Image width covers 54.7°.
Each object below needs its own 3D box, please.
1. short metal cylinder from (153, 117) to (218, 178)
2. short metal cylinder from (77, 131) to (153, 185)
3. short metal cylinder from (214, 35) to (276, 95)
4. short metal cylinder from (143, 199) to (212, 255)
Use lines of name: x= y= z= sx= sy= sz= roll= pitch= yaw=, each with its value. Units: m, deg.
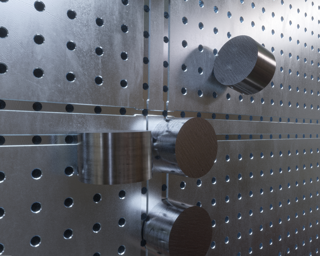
short metal cylinder: x=0.033 y=0.025 z=0.423 sx=0.081 sy=0.050 sz=0.079 roll=0 pitch=90 yaw=-40
short metal cylinder: x=-0.048 y=0.028 z=0.335 sx=0.081 sy=0.080 sz=0.050 roll=-2 pitch=92 yaw=-40
short metal cylinder: x=0.132 y=-0.098 z=0.487 sx=0.050 sy=0.080 sz=0.080 roll=17 pitch=79 yaw=-39
short metal cylinder: x=0.025 y=0.140 z=0.416 sx=0.081 sy=0.050 sz=0.079 roll=0 pitch=90 yaw=-40
